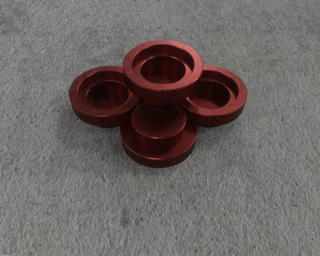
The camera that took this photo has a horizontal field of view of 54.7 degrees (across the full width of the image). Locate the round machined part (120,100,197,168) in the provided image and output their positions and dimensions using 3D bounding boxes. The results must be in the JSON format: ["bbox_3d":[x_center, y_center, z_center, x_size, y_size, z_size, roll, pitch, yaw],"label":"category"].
[{"bbox_3d":[-0.002,-0.001,0.394,0.099,0.042,0.098,0,50,0],"label":"round machined part"}]

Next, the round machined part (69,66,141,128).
[{"bbox_3d":[-0.070,-0.038,0.425,0.099,0.042,0.098,0,50,0],"label":"round machined part"}]

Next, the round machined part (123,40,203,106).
[{"bbox_3d":[0.004,-0.066,0.394,0.099,0.042,0.098,0,50,0],"label":"round machined part"}]

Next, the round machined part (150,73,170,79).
[{"bbox_3d":[-0.001,-0.077,0.458,0.099,0.042,0.098,0,50,0],"label":"round machined part"}]

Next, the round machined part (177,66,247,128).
[{"bbox_3d":[0.066,-0.039,0.427,0.099,0.042,0.098,0,50,0],"label":"round machined part"}]
